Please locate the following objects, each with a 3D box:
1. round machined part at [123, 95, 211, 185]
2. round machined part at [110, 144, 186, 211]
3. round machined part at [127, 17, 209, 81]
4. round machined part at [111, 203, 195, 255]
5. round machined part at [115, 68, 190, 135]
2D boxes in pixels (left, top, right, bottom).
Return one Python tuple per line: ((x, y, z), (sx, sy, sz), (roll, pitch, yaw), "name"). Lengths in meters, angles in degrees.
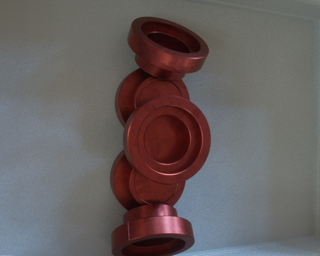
((0.005, 0.013, 0.357), (0.099, 0.042, 0.097), (0, 90, -21), "round machined part")
((-0.011, 0.065, 0.396), (0.099, 0.042, 0.097), (0, 90, -21), "round machined part")
((0.007, -0.095, 0.384), (0.099, 0.098, 0.042), (8, 130, -20), "round machined part")
((-0.010, 0.126, 0.378), (0.099, 0.097, 0.042), (7, 50, -20), "round machined part")
((-0.005, -0.032, 0.398), (0.099, 0.042, 0.097), (0, 90, -21), "round machined part")
